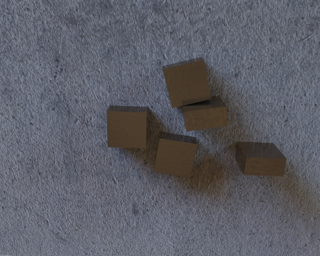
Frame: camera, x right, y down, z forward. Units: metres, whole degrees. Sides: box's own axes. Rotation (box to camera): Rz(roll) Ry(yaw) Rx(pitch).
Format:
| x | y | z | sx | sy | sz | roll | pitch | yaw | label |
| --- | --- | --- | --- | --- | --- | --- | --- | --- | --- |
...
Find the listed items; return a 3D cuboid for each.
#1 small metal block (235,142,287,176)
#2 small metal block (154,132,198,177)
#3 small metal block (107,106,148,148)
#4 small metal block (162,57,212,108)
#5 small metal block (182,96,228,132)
| x | y | z | sx | sy | sz | roll | pitch | yaw | label |
| --- | --- | --- | --- | --- | --- | --- | --- | --- | --- |
| 0.132 | 0.040 | 0.412 | 0.050 | 0.050 | 0.025 | 2 | 110 | -1 | small metal block |
| 0.020 | 0.036 | 0.423 | 0.050 | 0.025 | 0.050 | 9 | 110 | -4 | small metal block |
| -0.043 | -0.002 | 0.409 | 0.050 | 0.025 | 0.050 | 2 | 110 | -1 | small metal block |
| 0.034 | -0.057 | 0.389 | 0.050 | 0.025 | 0.050 | -13 | 110 | 4 | small metal block |
| 0.055 | -0.019 | 0.390 | 0.050 | 0.050 | 0.025 | -8 | 110 | 3 | small metal block |
